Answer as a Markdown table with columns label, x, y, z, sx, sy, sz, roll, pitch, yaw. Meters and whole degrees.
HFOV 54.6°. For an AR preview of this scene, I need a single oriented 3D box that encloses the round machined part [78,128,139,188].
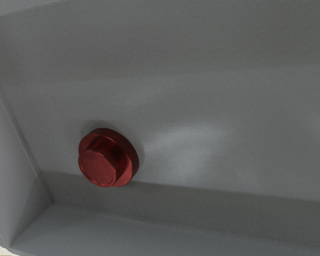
| label | x | y | z | sx | sy | sz | roll | pitch | yaw |
| --- | --- | --- | --- | --- | --- | --- | --- | --- | --- |
| round machined part | -0.085 | 0.052 | 0.476 | 0.098 | 0.042 | 0.097 | 13 | 124 | 21 |
